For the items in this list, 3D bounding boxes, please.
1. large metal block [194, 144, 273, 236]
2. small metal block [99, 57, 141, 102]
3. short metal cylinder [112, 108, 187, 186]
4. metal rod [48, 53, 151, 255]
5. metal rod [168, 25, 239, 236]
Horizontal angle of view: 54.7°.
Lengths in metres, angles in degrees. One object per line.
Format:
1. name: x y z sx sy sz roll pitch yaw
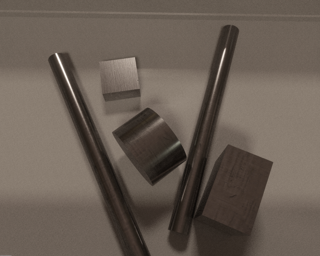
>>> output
1. large metal block: 0.080 0.074 0.354 0.050 0.080 0.080 22 72 7
2. small metal block: -0.056 -0.068 0.434 0.050 0.025 0.050 -8 70 -4
3. short metal cylinder: -0.013 0.022 0.372 0.050 0.080 0.080 -37 74 -12
4. metal rod: -0.084 0.028 0.398 0.025 0.025 0.299 -24 72 -9
5. metal rod: 0.064 -0.011 0.414 0.025 0.025 0.299 16 71 5
